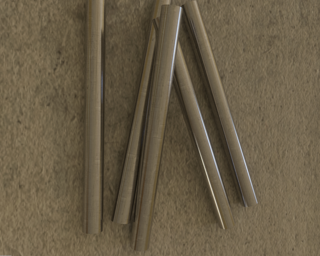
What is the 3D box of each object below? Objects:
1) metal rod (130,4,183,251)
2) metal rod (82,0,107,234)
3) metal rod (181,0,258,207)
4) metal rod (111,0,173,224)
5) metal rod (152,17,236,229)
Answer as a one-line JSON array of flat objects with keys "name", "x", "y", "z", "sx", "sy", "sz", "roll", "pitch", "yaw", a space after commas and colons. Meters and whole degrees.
[{"name": "metal rod", "x": -0.006, "y": 0.007, "z": 0.378, "sx": 0.025, "sy": 0.025, "sz": 0.298, "roll": 5, "pitch": 99, "yaw": -20}, {"name": "metal rod", "x": -0.080, "y": -0.024, "z": 0.379, "sx": 0.025, "sy": 0.025, "sz": 0.298, "roll": 1, "pitch": 90, "yaw": -20}, {"name": "metal rod", "x": 0.087, "y": -0.029, "z": 0.442, "sx": 0.025, "sy": 0.025, "sz": 0.298, "roll": -21, "pitch": 97, "yaw": -19}, {"name": "metal rod", "x": -0.022, "y": -0.029, "z": 0.401, "sx": 0.025, "sy": 0.025, "sz": 0.298, "roll": 12, "pitch": 86, "yaw": -20}, {"name": "metal rod", "x": 0.049, "y": 0.001, "z": 0.414, "sx": 0.025, "sy": 0.025, "sz": 0.298, "roll": -23, "pitch": 103, "yaw": -19}]
